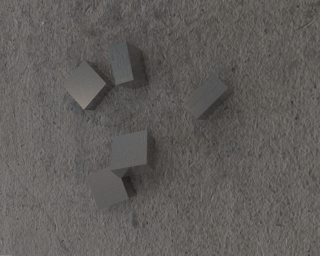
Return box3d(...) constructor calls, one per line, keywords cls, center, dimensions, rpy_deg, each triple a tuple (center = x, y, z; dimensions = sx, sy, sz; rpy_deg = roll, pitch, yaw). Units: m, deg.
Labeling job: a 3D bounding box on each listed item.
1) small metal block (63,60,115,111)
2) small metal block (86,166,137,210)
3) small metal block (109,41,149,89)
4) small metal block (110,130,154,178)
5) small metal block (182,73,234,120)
box3d(cls="small metal block", center=(-0.102, -0.061, 0.445), dimensions=(0.050, 0.025, 0.050), rpy_deg=(-46, 76, 14))
box3d(cls="small metal block", center=(-0.068, 0.081, 0.433), dimensions=(0.050, 0.025, 0.050), rpy_deg=(-25, 82, 18))
box3d(cls="small metal block", center=(-0.040, -0.081, 0.410), dimensions=(0.025, 0.050, 0.050), rpy_deg=(-13, 86, 20))
box3d(cls="small metal block", center=(-0.035, 0.034, 0.409), dimensions=(0.050, 0.025, 0.050), rpy_deg=(-12, 55, 17))
box3d(cls="small metal block", center=(0.059, -0.036, 0.375), dimensions=(0.050, 0.050, 0.025), rpy_deg=(-46, 76, 14))
